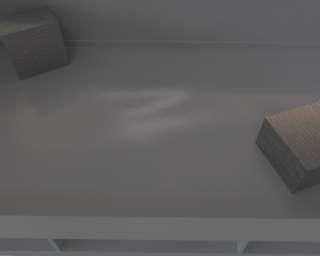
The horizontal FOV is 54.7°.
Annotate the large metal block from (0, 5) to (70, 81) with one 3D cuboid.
[{"bbox_3d":[-0.194,-0.131,0.478,0.081,0.080,0.050,-23,54,-18],"label":"large metal block"}]

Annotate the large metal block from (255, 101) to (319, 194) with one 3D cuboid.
[{"bbox_3d":[0.177,0.021,0.372,0.081,0.050,0.080,-16,52,-13],"label":"large metal block"}]
